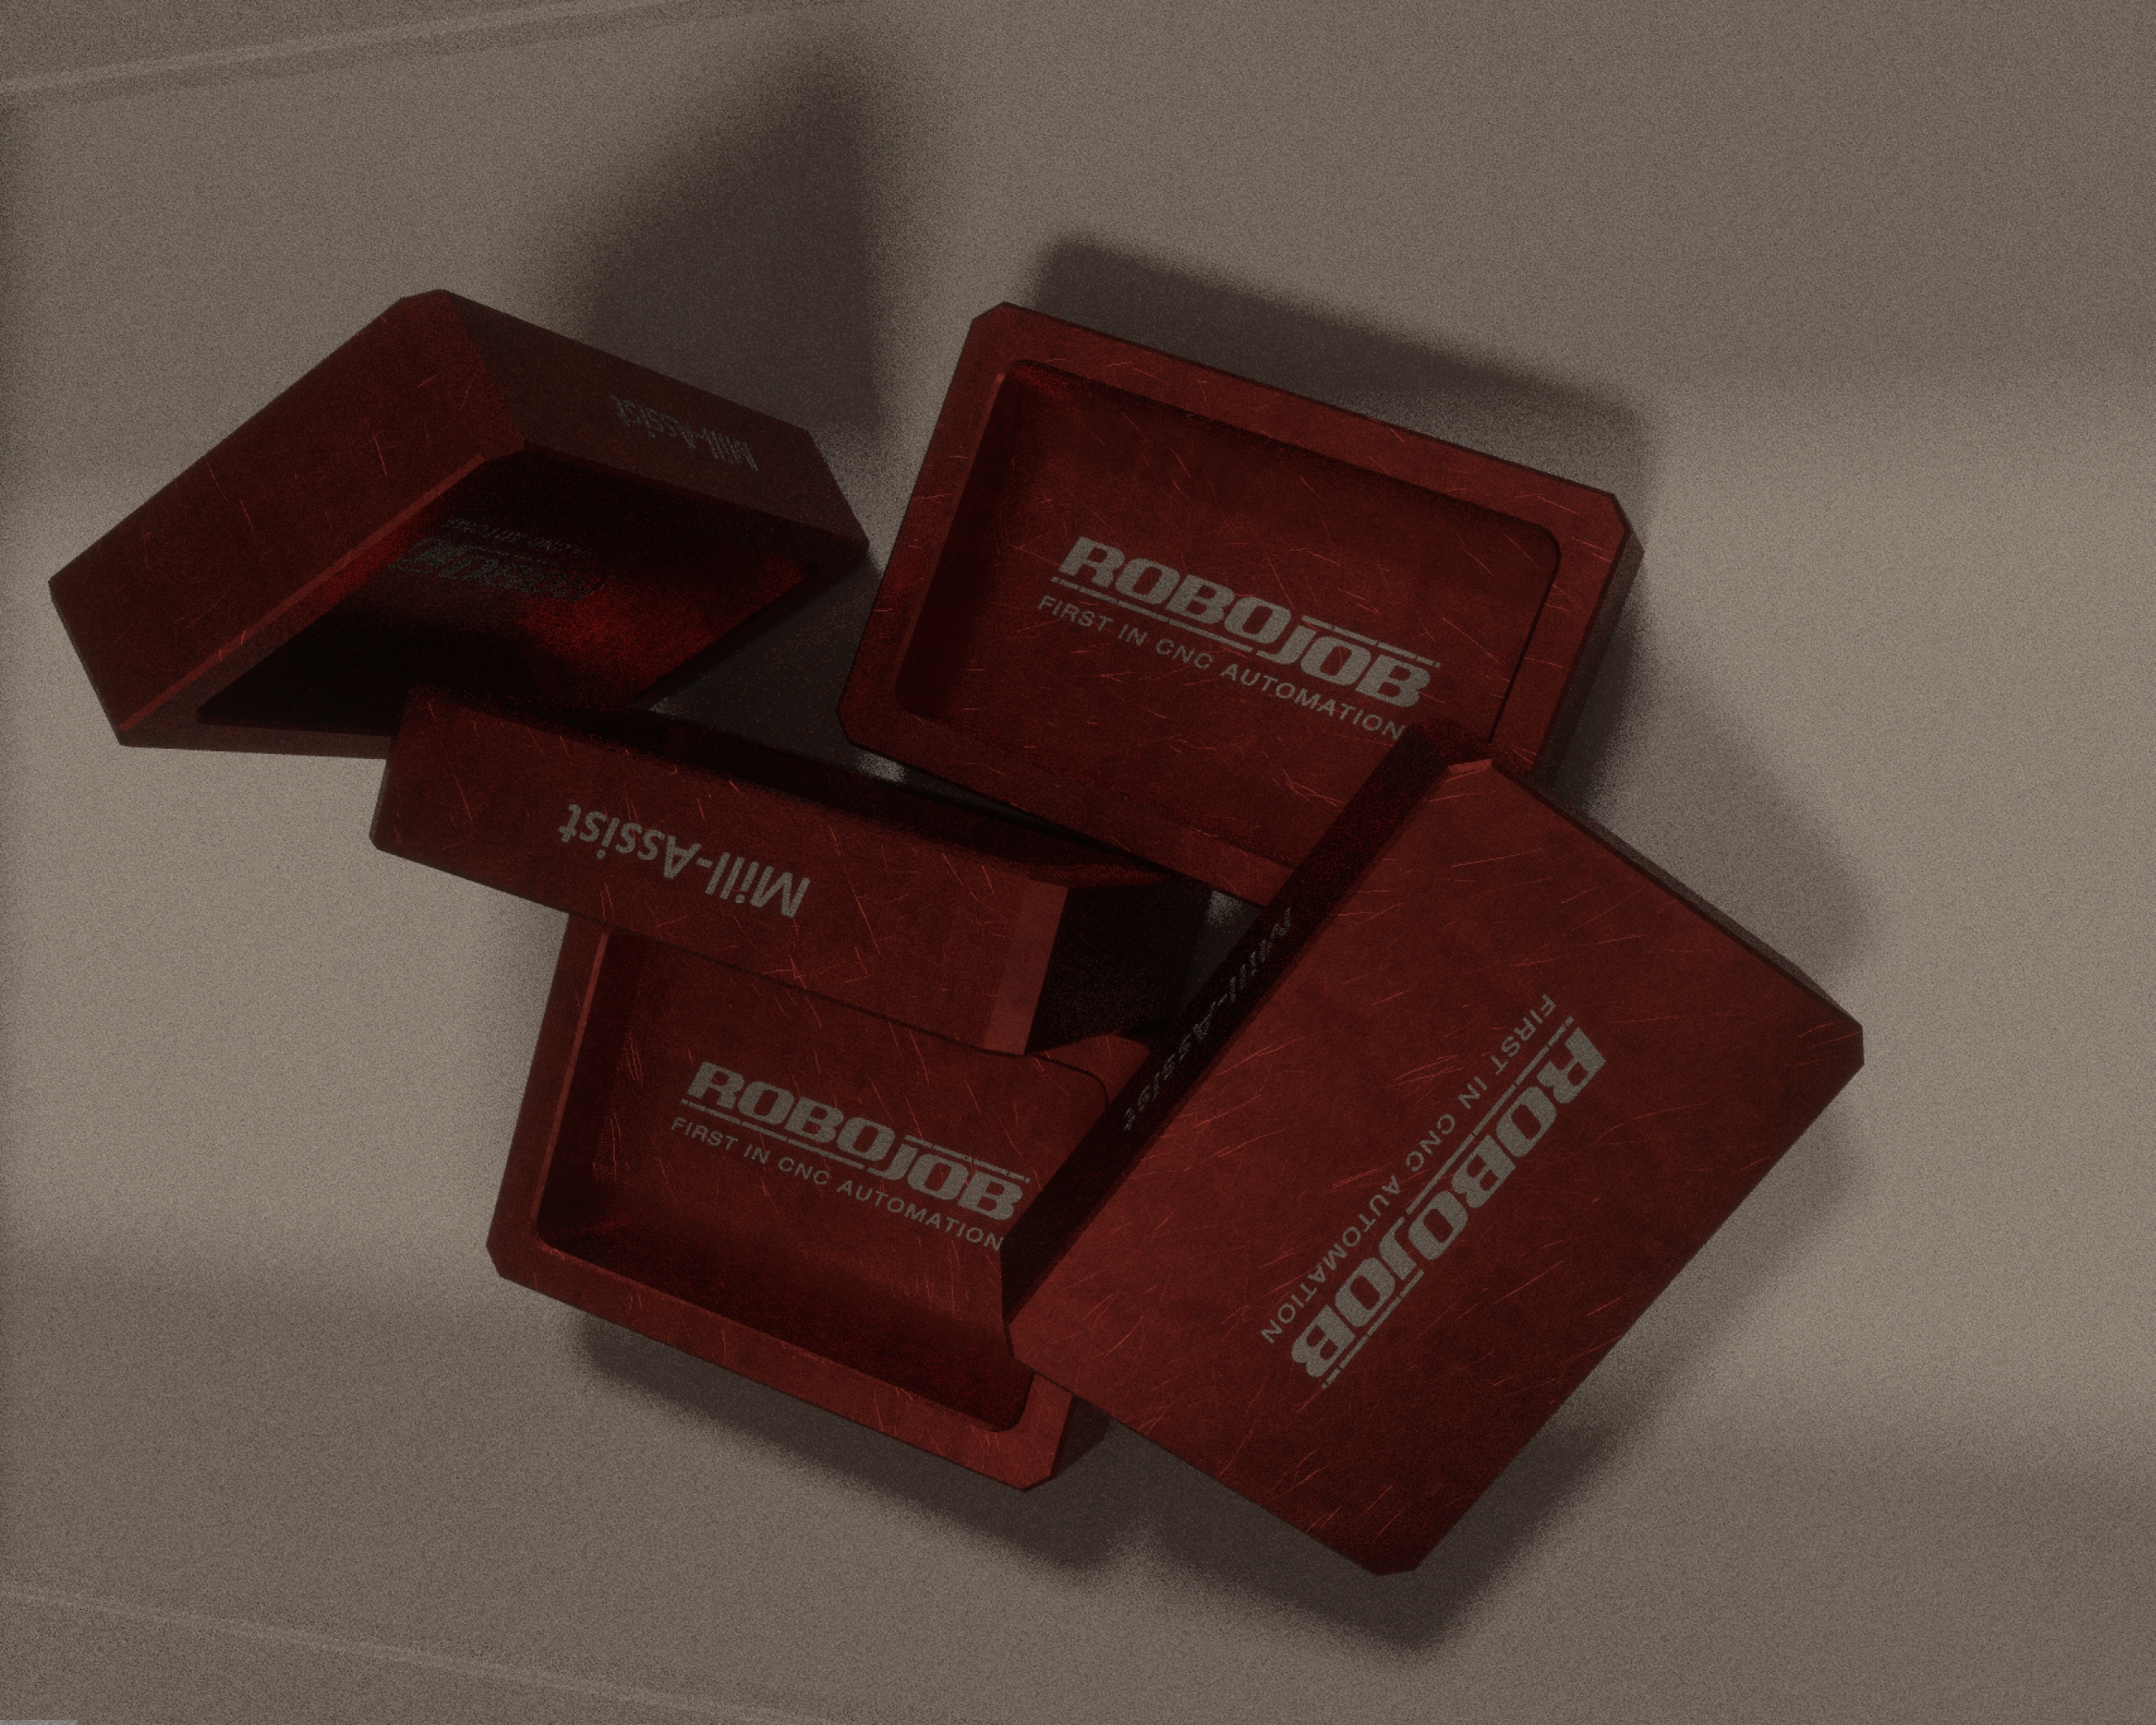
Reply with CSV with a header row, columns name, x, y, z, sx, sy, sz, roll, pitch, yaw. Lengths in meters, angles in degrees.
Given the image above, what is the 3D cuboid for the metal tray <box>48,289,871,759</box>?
name,x,y,z,sx,sy,sz,roll,pitch,yaw
metal tray,-0.107,-0.055,0.388,0.090,0.130,0.030,-31,80,18

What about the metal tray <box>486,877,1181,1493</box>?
name,x,y,z,sx,sy,sz,roll,pitch,yaw
metal tray,-0.048,0.059,0.420,0.130,0.030,0.089,17,96,18

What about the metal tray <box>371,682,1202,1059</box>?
name,x,y,z,sx,sy,sz,roll,pitch,yaw
metal tray,-0.051,-0.001,0.390,0.130,0.090,0.030,17,96,19

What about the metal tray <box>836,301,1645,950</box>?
name,x,y,z,sx,sy,sz,roll,pitch,yaw
metal tray,0.029,-0.043,0.395,0.130,0.030,0.089,22,97,18

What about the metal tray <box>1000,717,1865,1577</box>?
name,x,y,z,sx,sy,sz,roll,pitch,yaw
metal tray,0.059,0.052,0.364,0.090,0.030,0.130,34,103,-13
